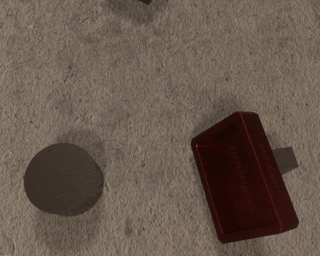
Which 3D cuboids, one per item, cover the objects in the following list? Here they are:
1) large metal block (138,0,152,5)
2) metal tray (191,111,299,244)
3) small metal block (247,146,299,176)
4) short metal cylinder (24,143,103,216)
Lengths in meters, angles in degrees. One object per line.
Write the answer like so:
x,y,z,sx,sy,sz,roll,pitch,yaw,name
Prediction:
-0.034,-0.255,0.488,0.080,0.050,0.080,27,72,9,large metal block
0.089,0.057,0.352,0.030,0.090,0.130,0,66,-35,metal tray
0.132,0.045,0.380,0.050,0.050,0.025,-10,71,-4,small metal block
-0.112,0.063,0.370,0.081,0.050,0.080,0,70,0,short metal cylinder
